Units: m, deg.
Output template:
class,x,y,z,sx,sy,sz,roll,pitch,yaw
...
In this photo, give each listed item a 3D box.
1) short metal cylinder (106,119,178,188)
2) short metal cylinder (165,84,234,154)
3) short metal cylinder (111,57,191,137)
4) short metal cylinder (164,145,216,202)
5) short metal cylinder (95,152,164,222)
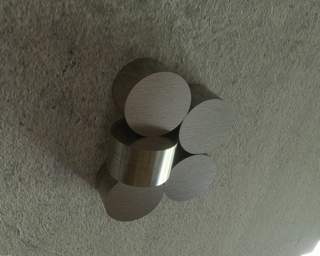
class,x,y,z,sx,sy,sz,roll,pitch,yaw
short metal cylinder,-0.022,0.027,0.377,0.081,0.080,0.050,-3,120,-27
short metal cylinder,0.049,-0.012,0.411,0.081,0.050,0.079,-14,125,-21
short metal cylinder,-0.011,-0.036,0.363,0.081,0.050,0.079,-13,124,-20
short metal cylinder,0.032,0.058,0.445,0.081,0.050,0.079,-13,124,-20
short metal cylinder,-0.041,0.078,0.418,0.081,0.050,0.079,-13,124,-20
